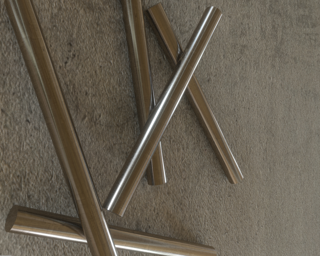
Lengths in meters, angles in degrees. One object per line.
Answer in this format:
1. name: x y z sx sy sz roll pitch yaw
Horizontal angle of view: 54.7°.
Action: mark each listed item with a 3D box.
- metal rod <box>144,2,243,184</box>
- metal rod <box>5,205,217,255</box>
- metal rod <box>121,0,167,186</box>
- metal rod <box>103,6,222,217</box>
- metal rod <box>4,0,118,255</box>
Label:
1. metal rod: 0.058 -0.036 0.455 0.025 0.025 0.299 -44 117 -31
2. metal rod: -0.032 0.138 0.380 0.301 0.025 0.025 27 73 -37
3. metal rod: -0.024 -0.076 0.386 0.025 0.025 0.298 -14 99 -40
4. metal rod: 0.012 -0.036 0.382 0.025 0.025 0.300 41 65 -33
5. metal rod: -0.091 0.021 0.309 0.025 0.025 0.298 -22 98 -38
